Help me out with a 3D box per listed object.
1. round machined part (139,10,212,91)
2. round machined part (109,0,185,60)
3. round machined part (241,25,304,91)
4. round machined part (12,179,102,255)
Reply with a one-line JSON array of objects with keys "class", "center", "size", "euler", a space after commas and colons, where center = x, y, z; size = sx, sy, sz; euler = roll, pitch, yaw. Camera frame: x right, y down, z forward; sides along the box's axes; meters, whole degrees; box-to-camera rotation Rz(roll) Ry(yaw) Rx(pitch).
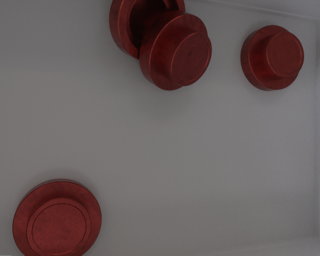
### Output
[{"class": "round machined part", "center": [0.026, -0.091, 0.384], "size": [0.099, 0.042, 0.097], "euler": [-27, 135, -30]}, {"class": "round machined part", "center": [-0.019, -0.134, 0.379], "size": [0.099, 0.042, 0.097], "euler": [-22, 128, -31]}, {"class": "round machined part", "center": [0.175, -0.106, 0.465], "size": [0.099, 0.042, 0.097], "euler": [0, 90, -20]}, {"class": "round machined part", "center": [-0.117, 0.111, 0.359], "size": [0.099, 0.042, 0.097], "euler": [0, 90, -20]}]
